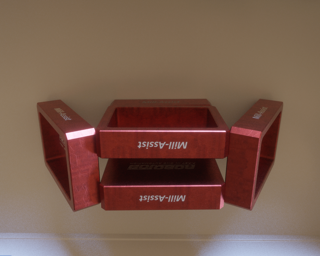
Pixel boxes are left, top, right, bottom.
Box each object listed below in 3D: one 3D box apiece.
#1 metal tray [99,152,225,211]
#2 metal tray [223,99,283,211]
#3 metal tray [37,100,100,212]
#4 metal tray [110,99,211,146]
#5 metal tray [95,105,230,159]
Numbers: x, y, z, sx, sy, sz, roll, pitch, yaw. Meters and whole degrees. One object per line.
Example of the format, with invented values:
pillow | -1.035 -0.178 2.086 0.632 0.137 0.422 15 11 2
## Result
metal tray | 0.002 0.058 0.364 0.131 0.090 0.030 0 110 -1
metal tray | 0.113 0.024 0.365 0.030 0.131 0.089 12 113 27
metal tray | -0.110 0.026 0.364 0.030 0.130 0.089 -12 114 -30
metal tray | 0.002 0.009 0.410 0.131 0.030 0.089 -1 110 -1
metal tray | 0.003 0.001 0.343 0.131 0.090 0.030 0 110 -1
